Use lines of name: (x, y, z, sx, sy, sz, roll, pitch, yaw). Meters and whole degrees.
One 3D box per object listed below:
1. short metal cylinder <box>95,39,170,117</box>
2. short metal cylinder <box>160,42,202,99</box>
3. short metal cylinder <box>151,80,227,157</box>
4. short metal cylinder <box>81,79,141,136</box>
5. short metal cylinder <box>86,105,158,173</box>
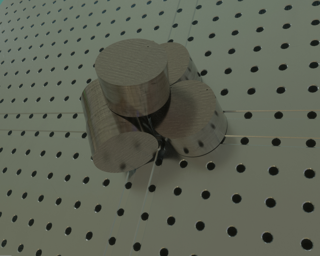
short metal cylinder: (-0.030, -0.059, 0.360, 0.080, 0.050, 0.080, -2, 51, 3)
short metal cylinder: (0.011, -0.071, 0.427, 0.080, 0.050, 0.080, -13, 56, 20)
short metal cylinder: (0.036, -0.011, 0.378, 0.080, 0.050, 0.080, -13, 56, 20)
short metal cylinder: (-0.062, -0.025, 0.419, 0.080, 0.080, 0.050, -30, 52, 9)
short metal cylinder: (-0.048, 0.013, 0.389, 0.080, 0.080, 0.050, -30, 52, 9)
